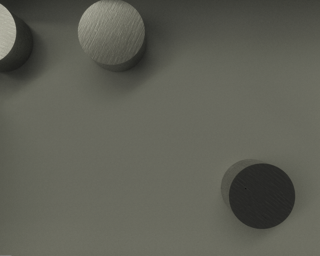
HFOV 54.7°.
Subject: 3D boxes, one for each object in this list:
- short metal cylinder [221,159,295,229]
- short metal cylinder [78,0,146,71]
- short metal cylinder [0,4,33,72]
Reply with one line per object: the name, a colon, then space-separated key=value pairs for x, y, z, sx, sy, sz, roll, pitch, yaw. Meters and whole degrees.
short metal cylinder: x=0.124 y=0.082 z=0.400 sx=0.081 sy=0.050 sz=0.080 roll=0 pitch=90 yaw=0
short metal cylinder: x=-0.059 y=-0.116 z=0.398 sx=0.081 sy=0.050 sz=0.080 roll=0 pitch=90 yaw=0
short metal cylinder: x=-0.213 y=-0.116 z=0.397 sx=0.081 sy=0.050 sz=0.080 roll=0 pitch=90 yaw=0
